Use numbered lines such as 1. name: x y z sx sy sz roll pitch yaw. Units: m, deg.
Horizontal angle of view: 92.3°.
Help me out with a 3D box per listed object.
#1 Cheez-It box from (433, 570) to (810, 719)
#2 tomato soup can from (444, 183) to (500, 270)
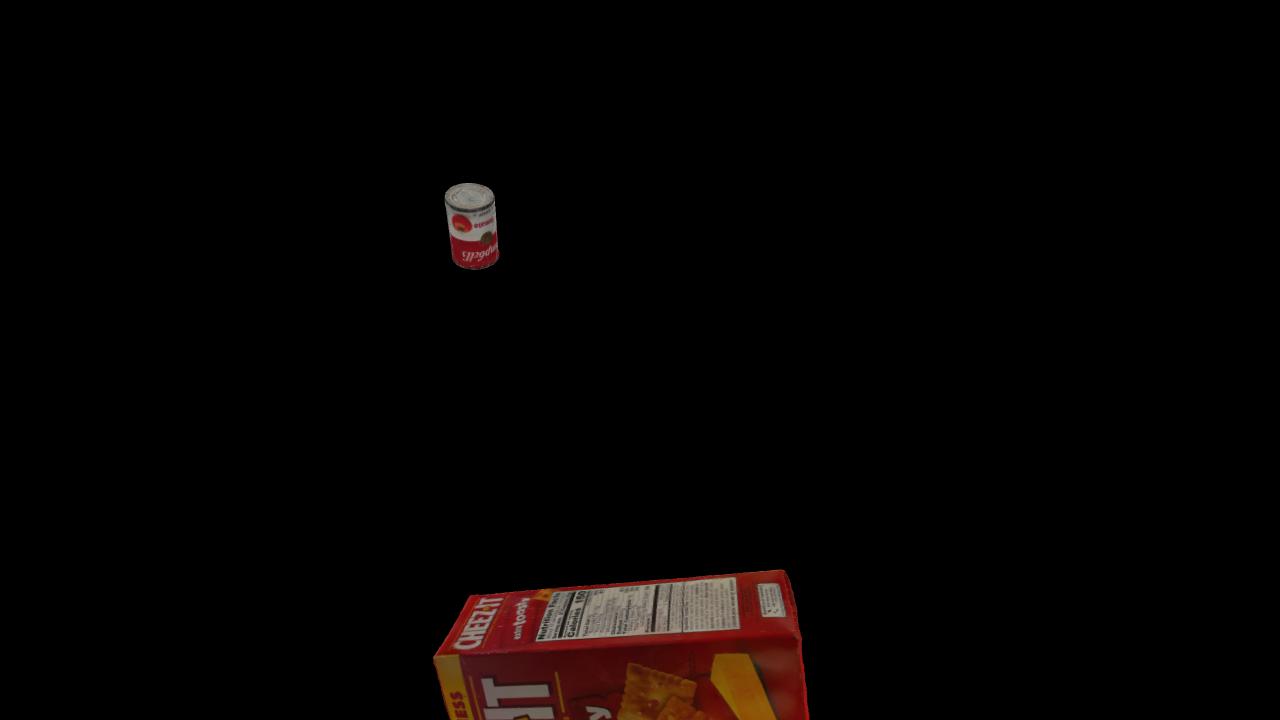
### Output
1. Cheez-It box: -0.004 0.234 0.403 0.223 0.166 0.071 -6 14 8
2. tomato soup can: -0.234 -0.187 0.862 0.068 0.068 0.101 0 -44 -9
